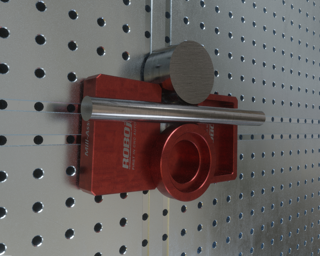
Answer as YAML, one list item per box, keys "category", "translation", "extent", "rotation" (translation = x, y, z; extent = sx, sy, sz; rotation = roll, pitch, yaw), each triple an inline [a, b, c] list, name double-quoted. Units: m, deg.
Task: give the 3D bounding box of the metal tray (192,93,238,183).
- category: "metal tray"
  translation: [0.077, 0.015, 0.466]
  extent: [0.091, 0.030, 0.129]
  rotation: [1, 89, -40]

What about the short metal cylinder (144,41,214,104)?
- category: "short metal cylinder"
  translation: [0.026, -0.070, 0.409]
  extent: [0.081, 0.050, 0.079]
  rotation: [0, 90, -40]

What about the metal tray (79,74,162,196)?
- category: "metal tray"
  translation: [-0.044, 0.008, 0.363]
  extent: [0.091, 0.030, 0.129]
  rotation: [4, 88, -40]

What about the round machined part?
- category: "round machined part"
  translation: [0.025, 0.043, 0.403]
  extent: [0.099, 0.042, 0.097]
  rotation: [0, 90, -40]

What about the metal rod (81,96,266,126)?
- category: "metal rod"
  translation: [0.043, -0.018, 0.401]
  extent: [0.302, 0.025, 0.025]
  rotation: [1, 90, -40]
